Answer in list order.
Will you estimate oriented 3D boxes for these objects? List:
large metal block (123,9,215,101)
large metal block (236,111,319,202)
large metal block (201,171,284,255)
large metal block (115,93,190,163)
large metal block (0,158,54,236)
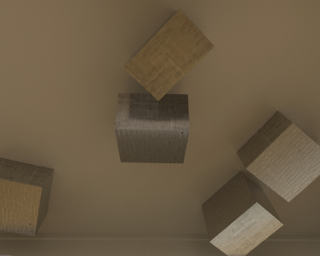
[{"bbox_3d":[0.009,-0.085,0.351,0.050,0.080,0.080,43,104,-14],"label":"large metal block"},{"bbox_3d":[0.165,0.038,0.414,0.080,0.050,0.080,37,106,-13],"label":"large metal block"},{"bbox_3d":[0.109,0.119,0.428,0.050,0.080,0.080,40,105,-14],"label":"large metal block"},{"bbox_3d":[-0.009,0.002,0.379,0.081,0.050,0.080,1,147,-1],"label":"large metal block"},{"bbox_3d":[-0.201,0.095,0.430,0.081,0.050,0.079,13,110,-6],"label":"large metal block"}]
